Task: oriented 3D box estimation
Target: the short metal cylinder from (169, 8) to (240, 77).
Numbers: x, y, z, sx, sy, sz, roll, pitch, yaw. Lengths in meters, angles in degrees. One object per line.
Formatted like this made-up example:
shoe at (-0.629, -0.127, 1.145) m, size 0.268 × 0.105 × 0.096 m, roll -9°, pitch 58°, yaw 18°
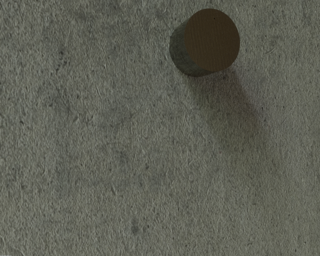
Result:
short metal cylinder at (0.059, -0.112, 0.417) m, size 0.081 × 0.050 × 0.080 m, roll 0°, pitch 90°, yaw -20°
